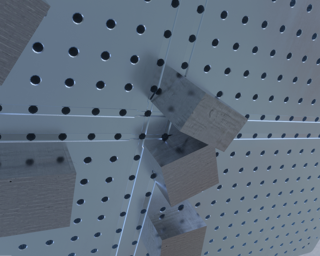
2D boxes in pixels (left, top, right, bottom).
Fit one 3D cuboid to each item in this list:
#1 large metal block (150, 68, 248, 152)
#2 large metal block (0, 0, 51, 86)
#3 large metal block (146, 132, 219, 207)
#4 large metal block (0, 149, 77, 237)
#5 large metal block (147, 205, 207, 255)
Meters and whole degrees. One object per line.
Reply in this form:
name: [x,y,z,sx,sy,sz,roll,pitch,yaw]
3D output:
large metal block: [0.047,-0.023,0.387,0.080,0.080,0.050,25,105,-37]
large metal block: [-0.151,-0.095,0.254,0.080,0.050,0.080,29,102,-38]
large metal block: [0.034,0.054,0.446,0.080,0.050,0.080,-23,127,-14]
large metal block: [-0.147,0.073,0.360,0.081,0.050,0.079,-1,119,-28]
large metal block: [0.026,0.186,0.524,0.081,0.050,0.079,-10,123,-23]
